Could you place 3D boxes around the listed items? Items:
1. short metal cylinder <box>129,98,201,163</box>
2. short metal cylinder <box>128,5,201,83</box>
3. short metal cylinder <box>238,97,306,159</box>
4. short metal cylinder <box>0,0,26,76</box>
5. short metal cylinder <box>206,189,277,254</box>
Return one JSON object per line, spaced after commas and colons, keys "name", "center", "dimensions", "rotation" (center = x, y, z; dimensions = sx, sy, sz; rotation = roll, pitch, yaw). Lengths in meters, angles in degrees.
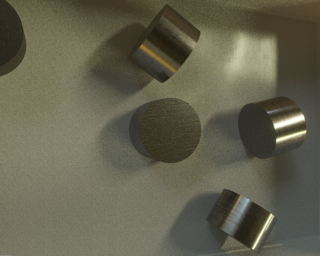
{"name": "short metal cylinder", "center": [0.006, 0.003, 0.399], "dimensions": [0.081, 0.050, 0.080], "rotation": [0, 90, -20]}
{"name": "short metal cylinder", "center": [0.004, -0.103, 0.383], "dimensions": [0.050, 0.080, 0.080], "rotation": [35, 79, -17]}
{"name": "short metal cylinder", "center": [0.156, -0.001, 0.439], "dimensions": [0.050, 0.080, 0.080], "rotation": [-14, 95, -19]}
{"name": "short metal cylinder", "center": [-0.187, -0.097, 0.328], "dimensions": [0.081, 0.050, 0.080], "rotation": [0, 90, -20]}
{"name": "short metal cylinder", "center": [0.110, 0.126, 0.422], "dimensions": [0.080, 0.080, 0.050], "rotation": [36, 79, -17]}
